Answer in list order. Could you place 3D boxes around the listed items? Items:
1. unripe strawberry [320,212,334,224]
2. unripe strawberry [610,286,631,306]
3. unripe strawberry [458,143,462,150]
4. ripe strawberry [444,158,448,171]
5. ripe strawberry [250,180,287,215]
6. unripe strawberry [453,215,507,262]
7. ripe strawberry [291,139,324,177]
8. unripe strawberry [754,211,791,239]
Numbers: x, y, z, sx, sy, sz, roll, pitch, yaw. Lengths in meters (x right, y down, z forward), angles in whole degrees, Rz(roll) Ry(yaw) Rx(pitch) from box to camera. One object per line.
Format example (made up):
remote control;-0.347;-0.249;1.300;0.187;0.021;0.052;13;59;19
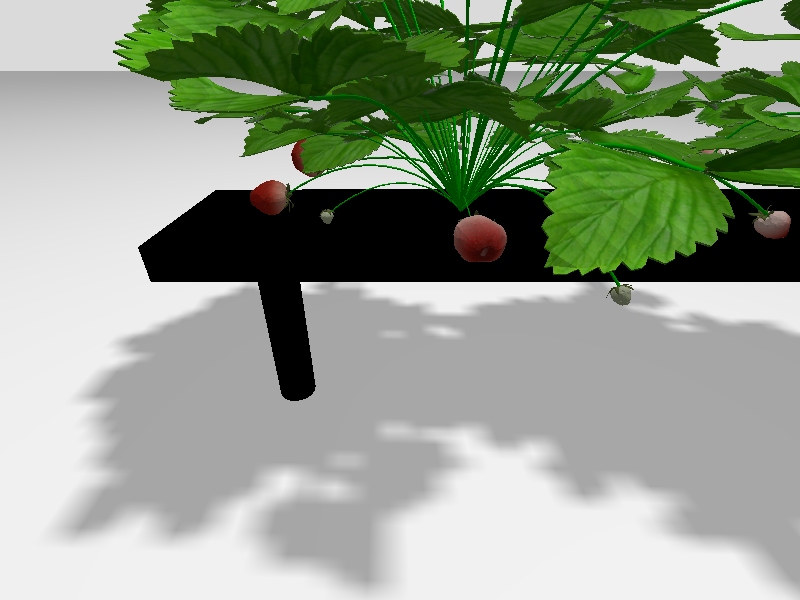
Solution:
unripe strawberry;-0.061;-0.069;0.335;0.011;0.011;0.010;-7;32;-12
unripe strawberry;0.123;-0.002;0.222;0.010;0.011;0.011;-13;-9;-20
unripe strawberry;0.081;-0.206;0.537;0.009;0.010;0.010;4;32;6
ripe strawberry;0.061;-0.163;0.475;0.018;0.021;0.020;1;18;2
ripe strawberry;-0.114;-0.089;0.347;0.032;0.027;0.032;-2;32;-2
unripe strawberry;0.053;-0.039;0.262;0.035;0.030;0.035;1;32;1
ripe strawberry;-0.107;-0.164;0.461;0.044;0.043;0.041;22;38;33
unripe strawberry;0.283;-0.057;0.303;0.020;0.023;0.023;-43;11;33
